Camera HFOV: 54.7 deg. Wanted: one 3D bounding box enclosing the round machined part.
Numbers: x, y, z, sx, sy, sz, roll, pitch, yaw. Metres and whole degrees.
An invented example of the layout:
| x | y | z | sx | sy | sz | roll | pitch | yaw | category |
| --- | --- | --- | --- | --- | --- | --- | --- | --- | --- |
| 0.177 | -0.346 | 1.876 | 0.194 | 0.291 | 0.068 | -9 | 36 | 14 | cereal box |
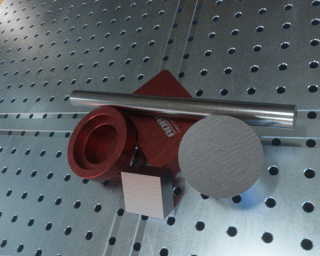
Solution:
| x | y | z | sx | sy | sz | roll | pitch | yaw | category |
| --- | --- | --- | --- | --- | --- | --- | --- | --- | --- |
| -0.072 | 0.024 | 0.412 | 0.098 | 0.042 | 0.098 | -14 | 61 | 27 | round machined part |

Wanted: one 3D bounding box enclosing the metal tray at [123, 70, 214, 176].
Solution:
| x | y | z | sx | sy | sz | roll | pitch | yaw | category |
| --- | --- | --- | --- | --- | --- | --- | --- | --- | --- |
| 0.007 | -0.010 | 0.407 | 0.090 | 0.030 | 0.130 | -37 | 51 | 3 | metal tray |

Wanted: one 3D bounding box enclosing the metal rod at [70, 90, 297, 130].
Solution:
| x | y | z | sx | sy | sz | roll | pitch | yaw | category |
| --- | --- | --- | --- | --- | --- | --- | --- | --- | --- |
| 0.005 | -0.027 | 0.381 | 0.300 | 0.025 | 0.025 | 7 | 65 | 31 | metal rod |

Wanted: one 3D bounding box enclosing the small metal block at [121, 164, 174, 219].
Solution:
| x | y | z | sx | sy | sz | roll | pitch | yaw | category |
| --- | --- | --- | --- | --- | --- | --- | --- | --- | --- |
| -0.014 | 0.071 | 0.353 | 0.050 | 0.025 | 0.050 | 3 | 106 | 28 | small metal block |

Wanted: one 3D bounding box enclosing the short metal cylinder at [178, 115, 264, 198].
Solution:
| x | y | z | sx | sy | sz | roll | pitch | yaw | category |
| --- | --- | --- | --- | --- | --- | --- | --- | --- | --- |
| 0.062 | 0.030 | 0.320 | 0.080 | 0.050 | 0.080 | -2 | 81 | 11 | short metal cylinder |
